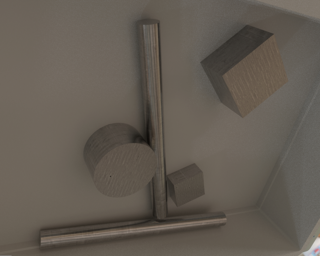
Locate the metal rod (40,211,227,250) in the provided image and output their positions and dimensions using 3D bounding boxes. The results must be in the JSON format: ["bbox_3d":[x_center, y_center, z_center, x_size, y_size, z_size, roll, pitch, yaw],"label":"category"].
[{"bbox_3d":[-0.025,0.155,0.482,0.303,0.025,0.025,2,117,-26],"label":"metal rod"}]

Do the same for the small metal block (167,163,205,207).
[{"bbox_3d":[0.041,0.090,0.489,0.050,0.025,0.050,-21,127,-16],"label":"small metal block"}]

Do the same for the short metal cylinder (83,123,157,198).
[{"bbox_3d":[-0.050,0.040,0.391,0.081,0.050,0.079,-14,125,-21],"label":"short metal cylinder"}]

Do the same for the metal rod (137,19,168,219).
[{"bbox_3d":[-0.006,0.011,0.413,0.025,0.025,0.298,-16,125,-20],"label":"metal rod"}]

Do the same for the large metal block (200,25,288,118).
[{"bbox_3d":[0.113,-0.074,0.410,0.080,0.050,0.080,-39,130,-2],"label":"large metal block"}]
